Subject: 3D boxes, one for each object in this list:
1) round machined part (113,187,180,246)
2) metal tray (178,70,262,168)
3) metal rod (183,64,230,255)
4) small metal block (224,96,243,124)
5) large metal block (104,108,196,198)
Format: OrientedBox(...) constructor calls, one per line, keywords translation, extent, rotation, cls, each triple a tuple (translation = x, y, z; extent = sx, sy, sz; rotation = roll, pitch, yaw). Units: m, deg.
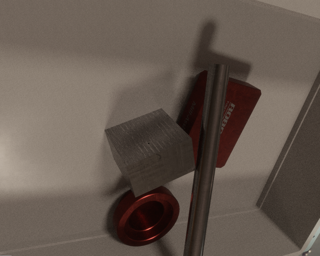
OrientedBox(translation=(-0.024, 0.125, 0.462), extent=(0.099, 0.042, 0.097), rotation=(-14, 122, -22), cls="round machined part")
OrientedBox(translation=(0.075, -0.008, 0.434), extent=(0.091, 0.030, 0.129), rotation=(9, 114, -32), cls="metal tray")
OrientedBox(translation=(0.054, 0.072, 0.387), extent=(0.025, 0.025, 0.298), rotation=(1, 102, -29), cls="metal rod")
OrientedBox(translation=(0.085, -0.031, 0.438), extent=(0.050, 0.025, 0.050), rotation=(13, 111, -34), cls="small metal block")
OrientedBox(translation=(-0.013, 0.027, 0.384), extent=(0.081, 0.080, 0.050), rotation=(-22, 127, -16), cls="large metal block")
